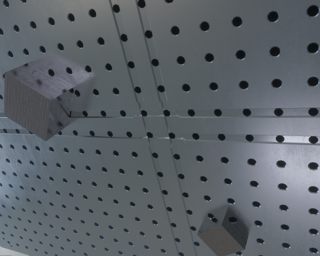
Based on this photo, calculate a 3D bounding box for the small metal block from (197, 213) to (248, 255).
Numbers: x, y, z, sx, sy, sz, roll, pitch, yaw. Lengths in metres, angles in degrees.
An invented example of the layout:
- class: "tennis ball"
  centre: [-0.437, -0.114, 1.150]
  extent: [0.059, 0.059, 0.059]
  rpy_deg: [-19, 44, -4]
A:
- class: "small metal block"
  centre: [0.093, 0.160, 0.461]
  extent: [0.050, 0.025, 0.050]
  rpy_deg: [47, 129, -5]

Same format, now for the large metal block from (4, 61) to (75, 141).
- class: "large metal block"
  centre: [-0.183, -0.040, 0.467]
  extent: [0.080, 0.050, 0.079]
  rpy_deg: [30, 128, 9]
